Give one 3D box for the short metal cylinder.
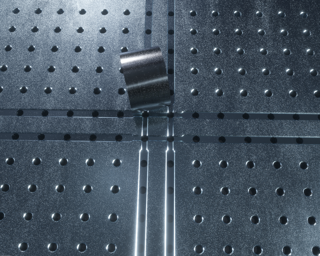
[{"bbox_3d":[-0.020,-0.062,0.405,0.050,0.080,0.080,-12,71,-4],"label":"short metal cylinder"}]
